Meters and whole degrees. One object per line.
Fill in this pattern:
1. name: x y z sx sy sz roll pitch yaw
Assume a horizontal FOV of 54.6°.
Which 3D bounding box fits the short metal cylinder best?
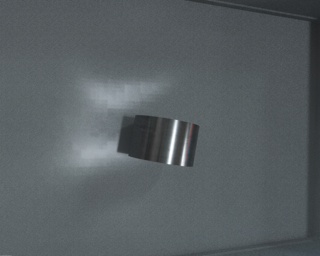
1. short metal cylinder: 0.005 0.016 0.383 0.081 0.080 0.050 11 87 -20
